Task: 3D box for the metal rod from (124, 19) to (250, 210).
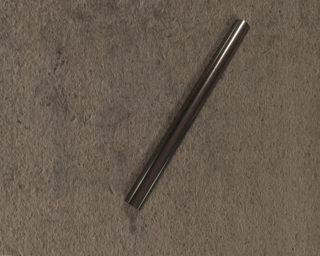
[{"bbox_3d":[0.042,-0.026,0.425,0.025,0.025,0.300,35,78,-17],"label":"metal rod"}]
